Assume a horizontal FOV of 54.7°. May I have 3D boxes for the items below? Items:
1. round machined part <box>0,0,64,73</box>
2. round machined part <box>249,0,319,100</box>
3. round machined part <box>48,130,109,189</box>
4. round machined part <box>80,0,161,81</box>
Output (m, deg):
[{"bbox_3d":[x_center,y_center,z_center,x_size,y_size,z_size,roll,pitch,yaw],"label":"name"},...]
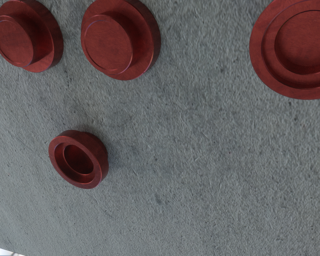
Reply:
[{"bbox_3d":[-0.184,-0.121,0.418,0.098,0.042,0.097,13,124,21],"label":"round machined part"},{"bbox_3d":[0.134,-0.078,0.277,0.098,0.042,0.097,13,124,21],"label":"round machined part"},{"bbox_3d":[-0.122,0.045,0.488,0.098,0.042,0.097,13,124,21],"label":"round machined part"},{"bbox_3d":[-0.052,-0.101,0.361,0.098,0.042,0.097,13,124,21],"label":"round machined part"}]
